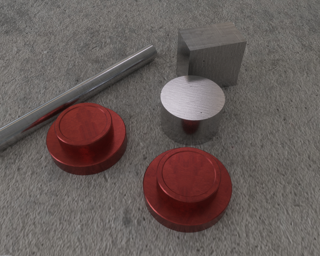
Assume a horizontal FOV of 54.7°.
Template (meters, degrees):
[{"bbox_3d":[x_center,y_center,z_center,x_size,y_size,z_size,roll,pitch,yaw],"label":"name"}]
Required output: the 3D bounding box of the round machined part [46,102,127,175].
[{"bbox_3d":[-0.092,0.006,0.386,0.099,0.042,0.098,0,50,0],"label":"round machined part"}]

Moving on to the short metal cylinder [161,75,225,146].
[{"bbox_3d":[0.041,-0.024,0.407,0.081,0.050,0.080,0,50,0],"label":"short metal cylinder"}]

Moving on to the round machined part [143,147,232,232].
[{"bbox_3d":[0.030,0.060,0.342,0.099,0.042,0.098,0,50,0],"label":"round machined part"}]

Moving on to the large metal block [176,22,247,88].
[{"bbox_3d":[0.071,-0.101,0.453,0.081,0.080,0.050,-12,51,-10],"label":"large metal block"}]

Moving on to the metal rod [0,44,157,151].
[{"bbox_3d":[-0.121,-0.045,0.439,0.302,0.025,0.025,-37,59,-27],"label":"metal rod"}]
